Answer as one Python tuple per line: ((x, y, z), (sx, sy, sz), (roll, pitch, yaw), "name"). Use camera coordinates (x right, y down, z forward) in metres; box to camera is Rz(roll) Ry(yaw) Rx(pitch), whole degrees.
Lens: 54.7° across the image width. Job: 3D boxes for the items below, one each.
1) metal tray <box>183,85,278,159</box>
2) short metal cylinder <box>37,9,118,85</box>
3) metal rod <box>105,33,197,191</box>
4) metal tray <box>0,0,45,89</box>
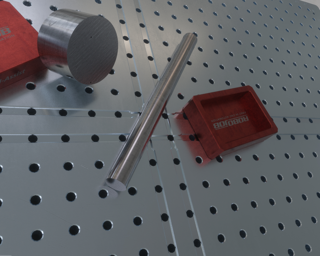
((0.110, -0.013, 0.471), (0.131, 0.030, 0.090), (-14, 69, -34), "metal tray")
((-0.096, -0.097, 0.371), (0.050, 0.079, 0.080), (23, 45, 28), "short metal cylinder")
((0.001, -0.044, 0.435), (0.025, 0.025, 0.301), (32, 52, -8), "metal rod")
((-0.203, -0.087, 0.349), (0.090, 0.030, 0.131), (46, 51, 4), "metal tray")
